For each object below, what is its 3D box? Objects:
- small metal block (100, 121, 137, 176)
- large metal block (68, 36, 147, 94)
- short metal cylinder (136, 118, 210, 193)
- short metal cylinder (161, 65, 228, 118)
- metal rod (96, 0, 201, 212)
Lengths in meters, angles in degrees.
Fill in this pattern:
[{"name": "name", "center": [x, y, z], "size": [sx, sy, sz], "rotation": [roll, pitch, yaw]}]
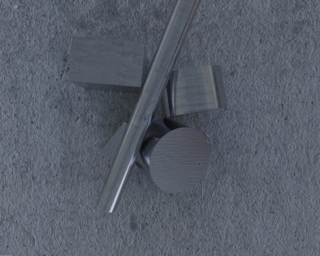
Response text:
[{"name": "small metal block", "center": [-0.041, 0.026, 0.410], "size": [0.050, 0.025, 0.050], "rotation": [39, 90, 0]}, {"name": "large metal block", "center": [-0.059, -0.074, 0.382], "size": [0.081, 0.080, 0.050], "rotation": [5, 90, 0]}, {"name": "short metal cylinder", "center": [0.014, 0.032, 0.381], "size": [0.081, 0.050, 0.079], "rotation": [-7, 107, -25]}, {"name": "short metal cylinder", "center": [0.039, -0.043, 0.383], "size": [0.080, 0.080, 0.050], "rotation": [-10, 90, 0]}, {"name": "metal rod", "center": [-0.009, -0.040, 0.347], "size": [0.025, 0.025, 0.298], "rotation": [22, 101, 0]}]
